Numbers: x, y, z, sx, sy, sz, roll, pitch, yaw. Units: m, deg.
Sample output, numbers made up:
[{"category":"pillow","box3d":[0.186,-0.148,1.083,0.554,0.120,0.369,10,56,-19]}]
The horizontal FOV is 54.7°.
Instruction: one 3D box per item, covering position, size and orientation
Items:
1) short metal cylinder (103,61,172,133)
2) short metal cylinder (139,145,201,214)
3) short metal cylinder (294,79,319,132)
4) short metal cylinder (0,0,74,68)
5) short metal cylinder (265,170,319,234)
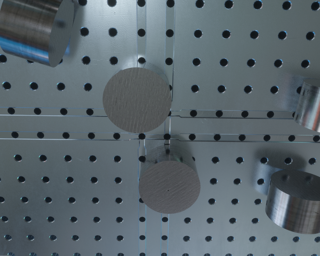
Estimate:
[{"category":"short metal cylinder","box3d":[-0.027,-0.040,0.385,0.081,0.050,0.079,0,110,-1]},{"category":"short metal cylinder","box3d":[0.012,0.070,0.426,0.081,0.050,0.079,0,110,-1]},{"category":"short metal cylinder","box3d":[0.212,-0.027,0.377,0.081,0.080,0.050,5,110,-2]},{"category":"short metal cylinder","box3d":[-0.133,-0.113,0.341,0.050,0.080,0.079,17,109,-6]},{"category":"short metal cylinder","box3d":[0.190,0.098,0.423,0.081,0.080,0.050,2,110,-1]}]
